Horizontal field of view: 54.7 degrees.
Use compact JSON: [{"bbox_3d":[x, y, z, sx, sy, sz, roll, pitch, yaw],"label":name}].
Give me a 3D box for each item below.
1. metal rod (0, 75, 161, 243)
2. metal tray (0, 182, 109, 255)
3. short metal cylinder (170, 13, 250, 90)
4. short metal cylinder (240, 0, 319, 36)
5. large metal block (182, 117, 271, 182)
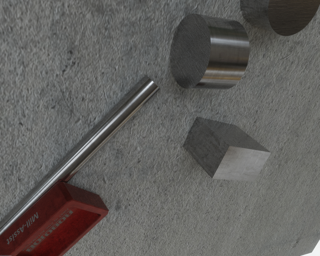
[{"bbox_3d":[-0.115,0.051,0.375,0.300,0.025,0.025,-45,129,3],"label":"metal rod"},{"bbox_3d":[-0.139,0.131,0.388,0.130,0.030,0.090,-43,148,0],"label":"metal tray"},{"bbox_3d":[0.053,-0.084,0.349,0.050,0.080,0.079,-2,119,-28],"label":"short metal cylinder"},{"bbox_3d":[0.145,-0.157,0.373,0.081,0.050,0.079,-14,124,-21],"label":"short metal cylinder"},{"bbox_3d":[0.093,0.030,0.441,0.081,0.080,0.050,10,113,-33],"label":"large metal block"}]
